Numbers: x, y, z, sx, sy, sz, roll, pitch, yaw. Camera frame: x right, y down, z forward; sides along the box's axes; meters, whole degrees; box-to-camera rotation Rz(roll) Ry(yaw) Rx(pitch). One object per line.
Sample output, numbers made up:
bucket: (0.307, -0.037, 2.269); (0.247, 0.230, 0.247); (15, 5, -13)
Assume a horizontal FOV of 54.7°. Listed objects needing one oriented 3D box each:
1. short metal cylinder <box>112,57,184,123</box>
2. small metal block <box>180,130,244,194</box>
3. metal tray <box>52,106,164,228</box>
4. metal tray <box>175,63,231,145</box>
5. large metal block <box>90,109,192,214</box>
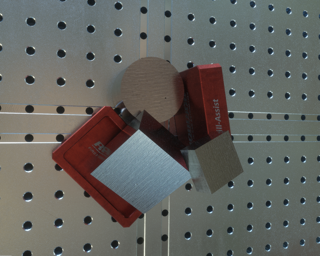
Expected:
short metal cylinder: (-0.016, -0.046, 0.394); (0.081, 0.050, 0.079); (0, 90, -21)
small metal block: (0.057, 0.036, 0.335); (0.050, 0.025, 0.050); (-27, 100, -30)
metal tray: (-0.057, 0.048, 0.389); (0.090, 0.030, 0.130); (-45, 104, -15)
metal tray: (0.051, -0.010, 0.398); (0.030, 0.090, 0.129); (-10, 94, -20)
large metal block: (-0.019, 0.040, 0.360); (0.080, 0.050, 0.080); (41, 112, -16)
